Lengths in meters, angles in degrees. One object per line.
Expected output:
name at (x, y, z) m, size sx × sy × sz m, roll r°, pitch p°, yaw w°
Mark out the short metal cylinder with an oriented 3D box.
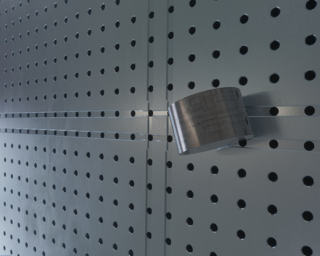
short metal cylinder at (0.053, -0.005, 0.331) m, size 0.080 × 0.081 × 0.050 m, roll -22°, pitch 76°, yaw 38°
